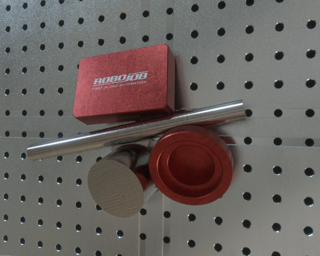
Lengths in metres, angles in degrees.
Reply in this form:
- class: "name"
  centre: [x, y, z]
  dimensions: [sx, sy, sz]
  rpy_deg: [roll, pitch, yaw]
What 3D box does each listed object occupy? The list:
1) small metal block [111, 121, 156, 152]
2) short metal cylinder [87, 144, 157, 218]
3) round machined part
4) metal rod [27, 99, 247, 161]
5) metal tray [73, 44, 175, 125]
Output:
- class: "small metal block"
  centre: [-0.035, 0.015, 0.433]
  dimensions: [0.050, 0.025, 0.050]
  rpy_deg: [19, 96, 18]
- class: "short metal cylinder"
  centre: [-0.045, 0.068, 0.402]
  dimensions: [0.080, 0.050, 0.079]
  rpy_deg: [9, 112, 22]
- class: "round machined part"
  centre: [0.039, 0.041, 0.377]
  dimensions: [0.098, 0.042, 0.097]
  rpy_deg: [5, 113, 13]
- class: "metal rod"
  centre: [-0.044, 0.007, 0.400]
  dimensions: [0.301, 0.025, 0.025]
  rpy_deg: [-11, 86, 19]
- class: "metal tray"
  centre: [-0.047, -0.056, 0.411]
  dimensions: [0.130, 0.030, 0.090]
  rpy_deg: [-5, 70, 19]
